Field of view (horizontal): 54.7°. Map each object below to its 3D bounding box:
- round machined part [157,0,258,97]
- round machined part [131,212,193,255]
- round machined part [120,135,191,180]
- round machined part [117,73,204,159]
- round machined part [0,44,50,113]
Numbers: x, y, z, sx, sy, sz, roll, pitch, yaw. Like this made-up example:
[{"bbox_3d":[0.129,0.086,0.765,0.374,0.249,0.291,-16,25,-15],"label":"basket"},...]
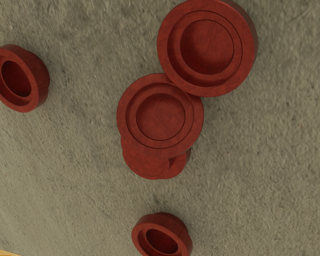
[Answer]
[{"bbox_3d":[0.050,-0.084,0.317,0.098,0.042,0.097,13,124,20],"label":"round machined part"},{"bbox_3d":[0.007,0.175,0.499,0.098,0.042,0.097,13,124,20],"label":"round machined part"},{"bbox_3d":[-0.011,0.031,0.419,0.098,0.042,0.097,13,124,20],"label":"round machined part"},{"bbox_3d":[0.002,-0.012,0.365,0.099,0.042,0.097,-1,82,6],"label":"round machined part"},{"bbox_3d":[-0.203,-0.075,0.454,0.098,0.042,0.097,13,124,20],"label":"round machined part"}]
